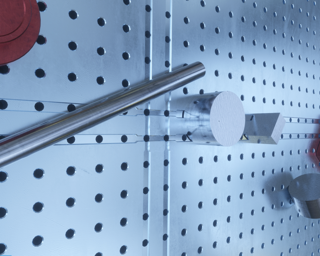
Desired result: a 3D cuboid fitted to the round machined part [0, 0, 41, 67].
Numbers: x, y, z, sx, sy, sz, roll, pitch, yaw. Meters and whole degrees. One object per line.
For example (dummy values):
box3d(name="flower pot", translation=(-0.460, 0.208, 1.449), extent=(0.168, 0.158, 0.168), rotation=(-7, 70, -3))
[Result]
box3d(name="round machined part", translation=(-0.153, -0.103, 0.269), extent=(0.099, 0.042, 0.097), rotation=(0, 90, -40))

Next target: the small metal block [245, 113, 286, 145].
box3d(name="small metal block", translation=(0.188, 0.001, 0.550), extent=(0.025, 0.050, 0.050), rotation=(44, 64, -32))

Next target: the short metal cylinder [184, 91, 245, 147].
box3d(name="short metal cylinder", translation=(0.082, -0.013, 0.462), extent=(0.081, 0.050, 0.079), rotation=(0, 90, -40))

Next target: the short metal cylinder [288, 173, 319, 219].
box3d(name="short metal cylinder", translation=(0.313, 0.138, 0.636), extent=(0.080, 0.080, 0.050), rotation=(-43, 116, -32))

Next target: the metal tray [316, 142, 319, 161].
box3d(name="metal tray", translation=(0.436, 0.039, 0.771), extent=(0.090, 0.030, 0.130), rotation=(45, 63, -31))

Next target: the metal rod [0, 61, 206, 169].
box3d(name="metal rod", translation=(-0.050, -0.028, 0.367), extent=(0.302, 0.025, 0.025), rotation=(-28, 108, -36))
